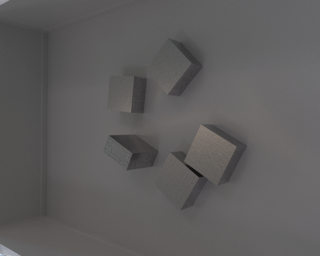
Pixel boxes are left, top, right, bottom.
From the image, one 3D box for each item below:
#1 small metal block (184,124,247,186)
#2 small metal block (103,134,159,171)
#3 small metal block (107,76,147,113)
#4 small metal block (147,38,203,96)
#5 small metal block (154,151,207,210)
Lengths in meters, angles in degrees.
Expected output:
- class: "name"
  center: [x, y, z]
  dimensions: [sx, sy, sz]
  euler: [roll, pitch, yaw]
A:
- class: "small metal block"
  center: [0.063, 0.030, 0.355]
  dimensions: [0.050, 0.025, 0.050]
  euler: [35, 112, 34]
- class: "small metal block"
  center: [-0.040, 0.032, 0.423]
  dimensions: [0.050, 0.050, 0.025]
  euler: [33, 110, 35]
- class: "small metal block"
  center: [-0.048, -0.049, 0.447]
  dimensions: [0.050, 0.025, 0.050]
  euler: [9, 96, 39]
- class: "small metal block"
  center: [0.018, -0.076, 0.392]
  dimensions: [0.050, 0.025, 0.050]
  euler: [-51, 60, 27]
- class: "small metal block"
  center: [0.026, 0.064, 0.385]
  dimensions: [0.050, 0.025, 0.050]
  euler: [39, 114, 33]
